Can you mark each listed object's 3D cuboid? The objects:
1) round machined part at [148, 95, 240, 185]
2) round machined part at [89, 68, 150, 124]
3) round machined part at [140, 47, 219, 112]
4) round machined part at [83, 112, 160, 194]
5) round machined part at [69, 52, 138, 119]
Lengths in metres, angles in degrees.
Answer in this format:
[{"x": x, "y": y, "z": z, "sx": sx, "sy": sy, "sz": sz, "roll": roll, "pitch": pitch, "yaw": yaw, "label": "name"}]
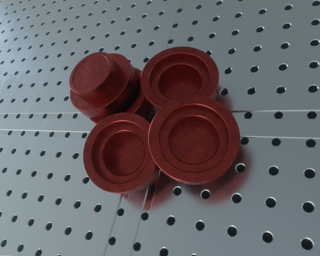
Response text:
[{"x": 0.038, "y": 0.015, "z": 0.352, "sx": 0.099, "sy": 0.042, "sz": 0.098, "roll": -2, "pitch": 74, "yaw": 6, "label": "round machined part"}, {"x": -0.052, "y": -0.036, "z": 0.445, "sx": 0.098, "sy": 0.042, "sz": 0.098, "roll": -13, "pitch": 56, "yaw": 20, "label": "round machined part"}, {"x": 0.027, "y": -0.055, "z": 0.404, "sx": 0.099, "sy": 0.042, "sz": 0.098, "roll": -4, "pitch": 63, "yaw": 8, "label": "round machined part"}, {"x": -0.042, "y": 0.033, "z": 0.386, "sx": 0.098, "sy": 0.042, "sz": 0.098, "roll": -4, "pitch": 75, "yaw": 16, "label": "round machined part"}, {"x": -0.084, "y": -0.065, "z": 0.425, "sx": 0.098, "sy": 0.042, "sz": 0.098, "roll": -13, "pitch": 56, "yaw": 20, "label": "round machined part"}]
